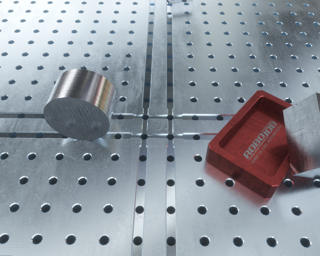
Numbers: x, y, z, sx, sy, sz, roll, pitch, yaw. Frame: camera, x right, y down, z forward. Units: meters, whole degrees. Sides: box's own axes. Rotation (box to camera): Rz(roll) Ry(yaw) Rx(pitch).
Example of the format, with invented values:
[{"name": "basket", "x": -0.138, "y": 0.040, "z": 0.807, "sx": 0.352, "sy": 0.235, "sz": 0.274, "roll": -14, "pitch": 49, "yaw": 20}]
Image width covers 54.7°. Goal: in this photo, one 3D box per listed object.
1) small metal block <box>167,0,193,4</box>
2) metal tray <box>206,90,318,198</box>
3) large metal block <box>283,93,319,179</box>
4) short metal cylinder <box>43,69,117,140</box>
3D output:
[{"name": "small metal block", "x": 0.038, "y": -0.286, "z": 0.648, "sx": 0.050, "sy": 0.025, "sz": 0.050, "roll": -12, "pitch": 51, "yaw": -11}, {"name": "metal tray", "x": 0.131, "y": 0.014, "z": 0.392, "sx": 0.090, "sy": 0.030, "sz": 0.131, "roll": 32, "pitch": 57, "yaw": 24}, {"name": "large metal block", "x": 0.194, "y": 0.014, "z": 0.351, "sx": 0.081, "sy": 0.050, "sz": 0.080, "roll": 10, "pitch": 67, "yaw": -19}, {"name": "short metal cylinder", "x": -0.099, "y": -0.028, "z": 0.395, "sx": 0.080, "sy": 0.080, "sz": 0.050, "roll": 4, "pitch": 50, "yaw": 3}]
